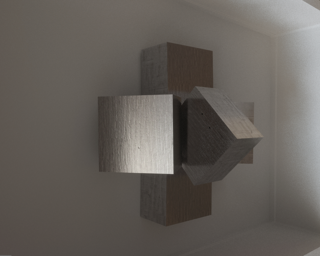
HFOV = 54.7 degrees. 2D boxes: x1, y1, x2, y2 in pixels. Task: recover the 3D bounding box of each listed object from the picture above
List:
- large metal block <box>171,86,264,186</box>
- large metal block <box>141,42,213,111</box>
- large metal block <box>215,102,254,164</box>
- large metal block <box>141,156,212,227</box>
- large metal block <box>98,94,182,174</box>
[{"bbox_3d":[0.058,0.009,0.366,0.050,0.080,0.080,-1,47,-41],"label":"large metal block"},{"bbox_3d":[0.024,-0.062,0.405,0.081,0.050,0.079,-2,92,-40],"label":"large metal block"},{"bbox_3d":[0.095,0.006,0.439,0.050,0.080,0.080,1,90,-1],"label":"large metal block"},{"bbox_3d":[0.022,0.076,0.408,0.081,0.050,0.080,1,90,-40],"label":"large metal block"},{"bbox_3d":[-0.020,0.006,0.342,0.050,0.080,0.079,-6,96,-76],"label":"large metal block"}]
